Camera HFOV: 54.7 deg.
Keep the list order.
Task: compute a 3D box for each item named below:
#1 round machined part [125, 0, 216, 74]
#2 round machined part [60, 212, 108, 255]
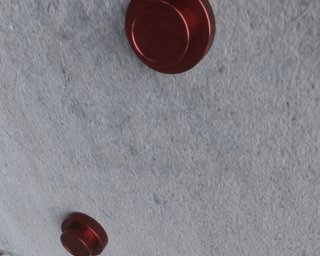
[{"bbox_3d":[0.005,-0.103,0.328,0.098,0.042,0.097,13,124,20],"label":"round machined part"},{"bbox_3d":[-0.155,0.217,0.610,0.098,0.042,0.097,13,124,20],"label":"round machined part"}]
